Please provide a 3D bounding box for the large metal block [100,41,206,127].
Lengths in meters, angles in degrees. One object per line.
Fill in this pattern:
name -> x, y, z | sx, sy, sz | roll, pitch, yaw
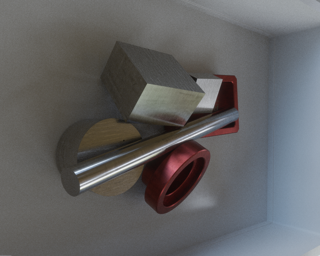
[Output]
large metal block -> -0.010, -0.049, 0.352 | 0.081, 0.080, 0.050 | 4, 130, -39

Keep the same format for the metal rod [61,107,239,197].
metal rod -> 0.019, 0.012, 0.369 | 0.302, 0.025, 0.025 | -20, 103, -49

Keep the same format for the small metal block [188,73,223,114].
small metal block -> 0.053, -0.048, 0.423 | 0.050, 0.025, 0.050 | -6, 120, -40

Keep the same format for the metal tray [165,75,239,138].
metal tray -> 0.064, -0.033, 0.456 | 0.131, 0.030, 0.089 | -6, 94, -40

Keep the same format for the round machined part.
round machined part -> 0.015, 0.056, 0.388 | 0.099, 0.042, 0.097 | -38, 149, -27

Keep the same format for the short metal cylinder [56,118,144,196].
short metal cylinder -> -0.063, 0.030, 0.336 | 0.081, 0.050, 0.079 | 0, 90, -40
